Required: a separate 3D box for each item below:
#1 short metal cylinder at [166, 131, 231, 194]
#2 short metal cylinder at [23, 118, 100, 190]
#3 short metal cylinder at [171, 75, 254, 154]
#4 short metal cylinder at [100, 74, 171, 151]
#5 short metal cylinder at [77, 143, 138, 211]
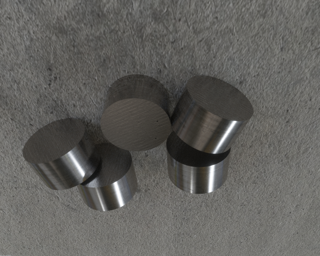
[{"bbox_3d":[0.050,0.038,0.404,0.080,0.080,0.050,-2,130,2],"label":"short metal cylinder"},{"bbox_3d":[-0.124,0.032,0.397,0.080,0.080,0.050,-12,129,9],"label":"short metal cylinder"},{"bbox_3d":[0.059,-0.017,0.357,0.081,0.080,0.050,15,129,-13],"label":"short metal cylinder"},{"bbox_3d":[-0.028,-0.018,0.375,0.081,0.050,0.079,0,130,0],"label":"short metal cylinder"},{"bbox_3d":[-0.074,0.066,0.426,0.080,0.080,0.050,-5,130,4],"label":"short metal cylinder"}]
